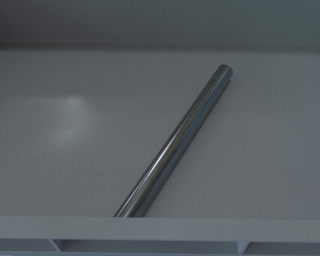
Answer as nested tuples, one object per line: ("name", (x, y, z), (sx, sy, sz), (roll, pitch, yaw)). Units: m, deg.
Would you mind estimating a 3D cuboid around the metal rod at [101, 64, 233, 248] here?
("metal rod", (0.026, 0.012, 0.394), (0.025, 0.025, 0.301), (24, 54, 19))
